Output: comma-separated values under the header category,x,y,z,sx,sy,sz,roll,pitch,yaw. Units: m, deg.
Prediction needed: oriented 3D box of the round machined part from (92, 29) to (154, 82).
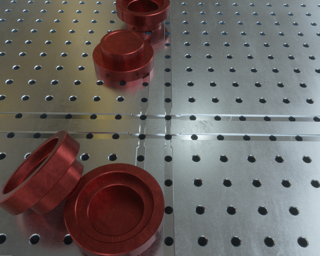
category,x,y,z,sx,sy,sz,roll,pitch,yaw
round machined part,-0.059,-0.122,0.499,0.099,0.042,0.098,0,50,0

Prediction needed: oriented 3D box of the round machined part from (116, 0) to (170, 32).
category,x,y,z,sx,sy,sz,roll,pitch,yaw
round machined part,-0.031,-0.216,0.578,0.099,0.042,0.098,0,50,0

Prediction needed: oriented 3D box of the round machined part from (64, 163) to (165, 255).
category,x,y,z,sx,sy,sz,roll,pitch,yaw
round machined part,-0.045,0.089,0.322,0.099,0.042,0.098,0,50,0

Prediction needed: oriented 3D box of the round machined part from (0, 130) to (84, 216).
category,x,y,z,sx,sy,sz,roll,pitch,yaw
round machined part,-0.121,0.052,0.330,0.098,0.042,0.098,-35,23,18
